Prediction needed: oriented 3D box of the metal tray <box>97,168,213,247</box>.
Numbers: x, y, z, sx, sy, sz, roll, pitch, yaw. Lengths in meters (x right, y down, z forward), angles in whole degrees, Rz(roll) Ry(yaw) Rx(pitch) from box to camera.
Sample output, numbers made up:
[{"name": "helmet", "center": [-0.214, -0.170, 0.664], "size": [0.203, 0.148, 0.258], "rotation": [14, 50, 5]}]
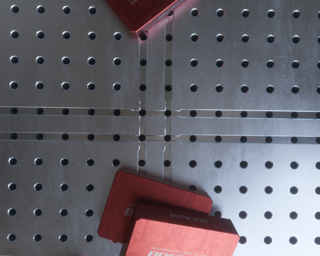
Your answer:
[{"name": "metal tray", "center": [-0.006, 0.114, 0.411], "size": [0.131, 0.030, 0.090], "rotation": [17, 90, -1]}]

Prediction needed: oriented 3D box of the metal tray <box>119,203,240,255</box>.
[{"name": "metal tray", "center": [0.022, 0.149, 0.386], "size": [0.131, 0.030, 0.089], "rotation": [13, 108, -12]}]

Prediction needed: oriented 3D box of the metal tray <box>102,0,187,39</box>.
[{"name": "metal tray", "center": [-0.011, -0.194, 0.410], "size": [0.130, 0.030, 0.090], "rotation": [-38, 91, -1]}]
